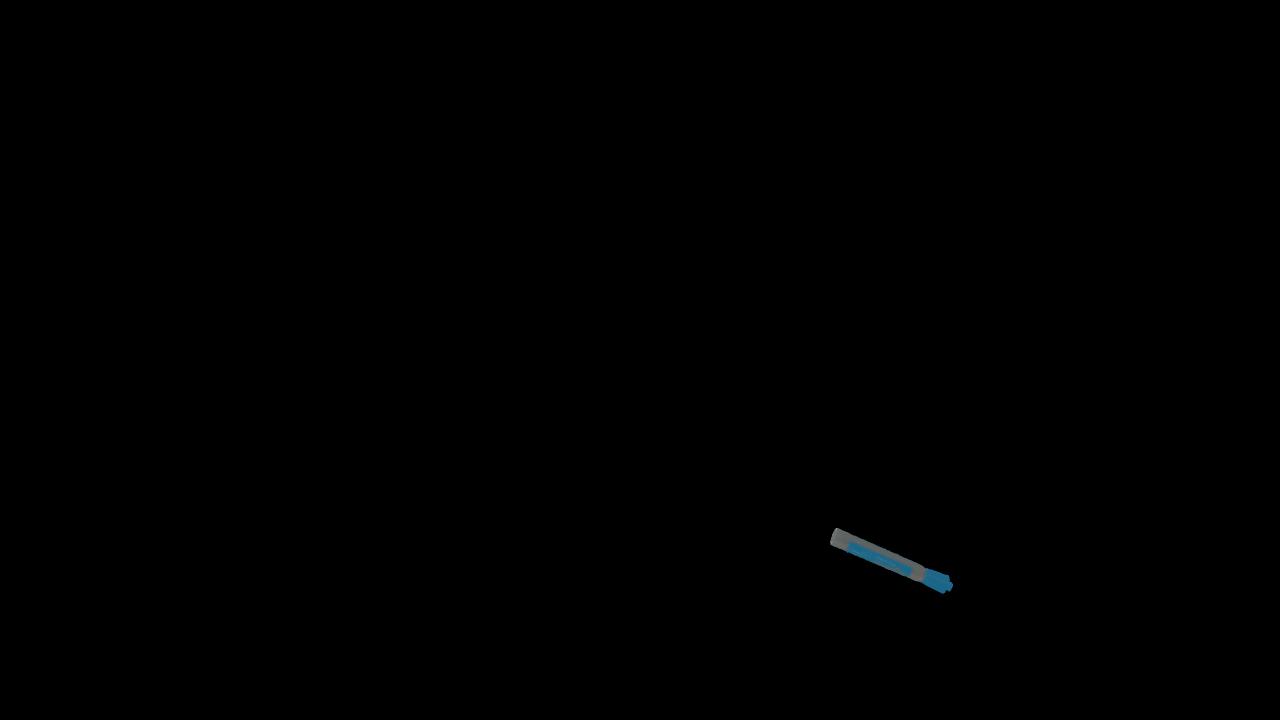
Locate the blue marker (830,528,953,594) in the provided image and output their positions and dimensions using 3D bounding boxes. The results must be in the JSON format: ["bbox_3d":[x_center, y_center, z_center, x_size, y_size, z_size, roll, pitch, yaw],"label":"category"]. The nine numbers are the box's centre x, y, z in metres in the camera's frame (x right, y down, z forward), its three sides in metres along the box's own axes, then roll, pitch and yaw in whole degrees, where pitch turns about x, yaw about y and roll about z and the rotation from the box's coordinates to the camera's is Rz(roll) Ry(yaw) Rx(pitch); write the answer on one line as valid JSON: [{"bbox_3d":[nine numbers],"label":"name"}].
[{"bbox_3d":[0.255,0.204,0.623,0.121,0.020,0.020,22,4,11],"label":"blue marker"}]
